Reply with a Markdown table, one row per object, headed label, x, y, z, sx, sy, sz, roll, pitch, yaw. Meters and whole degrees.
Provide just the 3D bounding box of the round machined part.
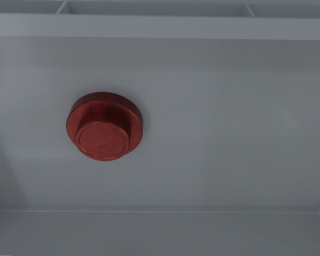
| label | x | y | z | sx | sy | sz | roll | pitch | yaw |
| --- | --- | --- | --- | --- | --- | --- | --- | --- | --- |
| round machined part | -0.072 | 0.005 | 0.402 | 0.099 | 0.042 | 0.097 | 0 | 130 | 0 |
